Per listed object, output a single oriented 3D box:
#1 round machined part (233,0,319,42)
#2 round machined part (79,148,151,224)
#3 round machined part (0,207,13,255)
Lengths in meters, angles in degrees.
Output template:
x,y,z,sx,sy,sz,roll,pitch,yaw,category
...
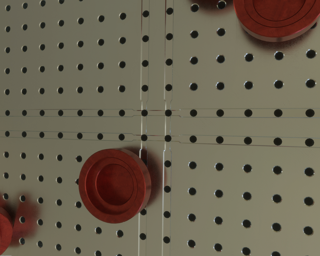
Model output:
x,y,z,sx,sy,sz,roll,pitch,yaw,category
0.136,-0.147,0.355,0.098,0.042,0.097,0,90,19,round machined part
-0.057,0.076,0.423,0.098,0.042,0.097,0,90,19,round machined part
-0.278,0.166,0.470,0.099,0.042,0.097,-6,106,-23,round machined part
